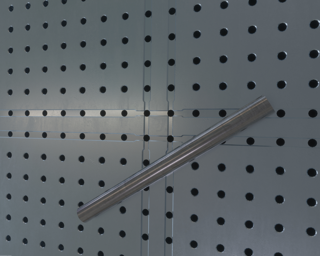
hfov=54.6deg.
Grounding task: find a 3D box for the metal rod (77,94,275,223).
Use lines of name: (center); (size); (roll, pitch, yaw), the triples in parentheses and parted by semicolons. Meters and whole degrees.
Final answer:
metal rod: (0.009, 0.048, 0.409); (0.300, 0.025, 0.025); (-33, 79, 17)
